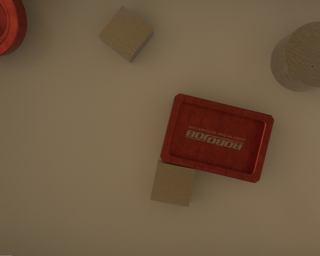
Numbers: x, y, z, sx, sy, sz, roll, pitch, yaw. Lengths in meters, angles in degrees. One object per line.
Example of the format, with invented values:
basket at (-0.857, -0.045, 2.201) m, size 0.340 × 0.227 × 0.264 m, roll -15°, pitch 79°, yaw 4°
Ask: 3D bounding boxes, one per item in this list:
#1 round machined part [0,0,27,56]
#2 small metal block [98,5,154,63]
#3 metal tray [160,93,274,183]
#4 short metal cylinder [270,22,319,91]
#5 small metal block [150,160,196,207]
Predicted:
round machined part at (-0.213, -0.140, 0.390) m, size 0.099 × 0.042 × 0.097 m, roll 3°, pitch 110°, yaw 7°
small metal block at (-0.044, -0.123, 0.411) m, size 0.050 × 0.025 × 0.050 m, roll 38°, pitch 90°, yaw -1°
metal tray at (0.073, 0.013, 0.409) m, size 0.131 × 0.030 × 0.089 m, roll 14°, pitch 90°, yaw -1°
short metal cylinder at (0.192, -0.090, 0.401) m, size 0.081 × 0.050 × 0.079 m, roll 0°, pitch 90°, yaw -1°
small metal block at (0.017, 0.073, 0.412) m, size 0.050 × 0.025 × 0.050 m, roll 11°, pitch 90°, yaw -1°
